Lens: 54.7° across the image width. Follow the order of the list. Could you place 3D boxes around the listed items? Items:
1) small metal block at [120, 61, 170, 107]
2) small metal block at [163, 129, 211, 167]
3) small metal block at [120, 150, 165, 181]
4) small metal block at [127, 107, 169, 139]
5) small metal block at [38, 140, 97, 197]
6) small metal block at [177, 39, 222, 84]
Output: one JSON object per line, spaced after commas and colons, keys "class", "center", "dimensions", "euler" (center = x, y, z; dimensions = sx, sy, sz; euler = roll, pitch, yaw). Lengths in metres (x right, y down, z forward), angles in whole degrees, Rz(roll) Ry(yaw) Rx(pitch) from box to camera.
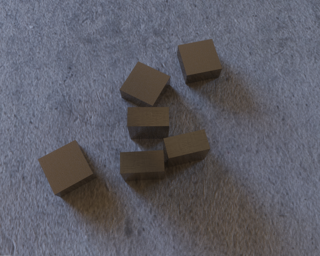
{"class": "small metal block", "center": [-0.020, -0.057, 0.429], "dimensions": [0.050, 0.025, 0.050], "euler": [27, 72, 9]}
{"class": "small metal block", "center": [0.031, 0.026, 0.386], "dimensions": [0.050, 0.050, 0.025], "euler": [-13, 71, -5]}
{"class": "small metal block", "center": [-0.021, 0.047, 0.377], "dimensions": [0.050, 0.050, 0.025], "euler": [-3, 70, -1]}
{"class": "small metal block", "center": [-0.014, -0.005, 0.397], "dimensions": [0.050, 0.050, 0.025], "euler": [0, 70, -1]}
{"class": "small metal block", "center": [-0.115, 0.051, 0.388], "dimensions": [0.050, 0.025, 0.050], "euler": [-29, 73, -10]}
{"class": "small metal block", "center": [0.056, -0.095, 0.444], "dimensions": [0.050, 0.025, 0.050], "euler": [-12, 71, -5]}
